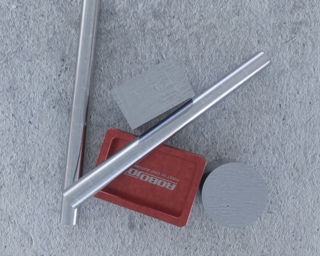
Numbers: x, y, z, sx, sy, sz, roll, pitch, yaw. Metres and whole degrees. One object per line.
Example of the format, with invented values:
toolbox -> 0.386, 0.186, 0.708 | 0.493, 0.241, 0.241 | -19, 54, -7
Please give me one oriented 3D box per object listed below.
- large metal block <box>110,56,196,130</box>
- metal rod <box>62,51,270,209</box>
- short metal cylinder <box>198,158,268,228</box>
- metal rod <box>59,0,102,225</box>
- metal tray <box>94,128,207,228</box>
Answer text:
large metal block -> -0.008, -0.039, 0.382 | 0.080, 0.080, 0.050 | -29, 90, 0
metal rod -> 0.018, -0.006, 0.378 | 0.301, 0.025, 0.025 | -36, 90, -13
short metal cylinder -> 0.090, 0.081, 0.399 | 0.081, 0.050, 0.079 | 0, 90, -1
metal rod -> -0.105, -0.024, 0.408 | 0.025, 0.025, 0.298 | 6, 90, -1
metal tray -> -0.015, 0.061, 0.398 | 0.131, 0.030, 0.090 | 17, 90, 8
